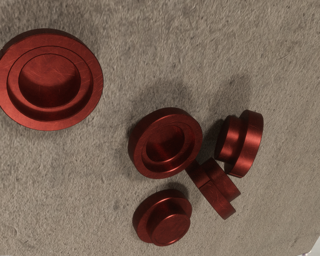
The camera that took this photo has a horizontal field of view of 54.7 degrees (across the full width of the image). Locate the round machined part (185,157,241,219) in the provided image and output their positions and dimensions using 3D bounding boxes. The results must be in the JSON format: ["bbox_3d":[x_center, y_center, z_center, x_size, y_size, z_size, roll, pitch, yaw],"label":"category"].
[{"bbox_3d":[0.081,0.082,0.455,0.042,0.098,0.098,-38,130,2],"label":"round machined part"}]

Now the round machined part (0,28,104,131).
[{"bbox_3d":[-0.110,-0.049,0.306,0.099,0.042,0.097,-14,125,-21],"label":"round machined part"}]

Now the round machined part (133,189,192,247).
[{"bbox_3d":[0.009,0.150,0.496,0.099,0.042,0.097,-14,125,-21],"label":"round machined part"}]

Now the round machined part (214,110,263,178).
[{"bbox_3d":[0.108,0.019,0.446,0.042,0.098,0.097,18,114,2],"label":"round machined part"}]

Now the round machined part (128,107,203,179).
[{"bbox_3d":[0.004,0.016,0.409,0.099,0.042,0.097,-14,125,-21],"label":"round machined part"}]
